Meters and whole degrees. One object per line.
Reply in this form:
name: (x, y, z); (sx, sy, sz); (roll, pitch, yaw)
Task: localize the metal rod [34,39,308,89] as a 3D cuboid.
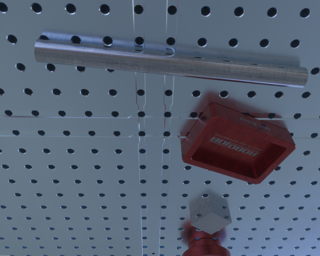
metal rod: (0.017, -0.072, 0.350); (0.302, 0.025, 0.025); (5, 130, -5)

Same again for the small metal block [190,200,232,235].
small metal block: (0.090, 0.159, 0.549); (0.050, 0.025, 0.050); (32, 123, -25)

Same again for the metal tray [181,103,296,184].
metal tray: (0.107, 0.026, 0.432); (0.131, 0.030, 0.089); (19, 128, -16)

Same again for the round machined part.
round machined part: (0.093, 0.258, 0.622); (0.099, 0.042, 0.097); (-1, 130, 0)
